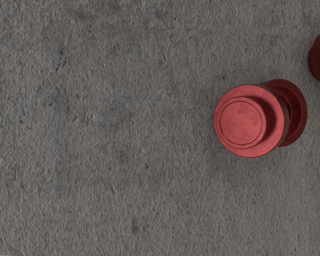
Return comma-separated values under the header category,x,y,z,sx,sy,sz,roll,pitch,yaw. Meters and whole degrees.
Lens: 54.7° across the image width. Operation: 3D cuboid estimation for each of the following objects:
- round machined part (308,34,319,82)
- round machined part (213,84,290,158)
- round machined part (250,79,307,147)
category,x,y,z,sx,sy,sz,roll,pitch,yaw
round machined part,0.282,-0.112,0.504,0.099,0.042,0.097,0,90,-20
round machined part,0.114,-0.008,0.409,0.042,0.098,0.097,-11,95,-52
round machined part,0.166,-0.022,0.461,0.099,0.042,0.097,0,90,-20
